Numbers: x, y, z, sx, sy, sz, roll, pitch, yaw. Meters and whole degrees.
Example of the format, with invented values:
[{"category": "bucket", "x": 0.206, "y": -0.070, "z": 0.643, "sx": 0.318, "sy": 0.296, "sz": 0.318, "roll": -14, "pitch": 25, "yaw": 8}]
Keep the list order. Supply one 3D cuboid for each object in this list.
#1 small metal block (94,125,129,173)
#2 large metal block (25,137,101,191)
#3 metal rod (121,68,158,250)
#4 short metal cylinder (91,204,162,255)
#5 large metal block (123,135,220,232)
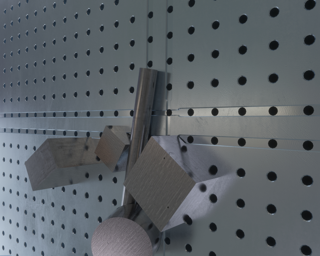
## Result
[{"category": "small metal block", "x": -0.067, "y": 0.031, "z": 0.464, "sx": 0.050, "sy": 0.025, "sz": 0.050, "roll": 40, "pitch": 114, "yaw": 33}, {"category": "large metal block", "x": -0.158, "y": 0.057, "z": 0.504, "sx": 0.080, "sy": 0.081, "sz": 0.050, "roll": -38, "pitch": 67, "yaw": 33}, {"category": "metal rod", "x": -0.037, "y": 0.066, "z": 0.439, "sx": 0.025, "sy": 0.025, "sz": 0.298, "roll": 14, "pitch": 99, "yaw": 39}, {"category": "short metal cylinder", "x": -0.042, "y": 0.147, "z": 0.408, "sx": 0.080, "sy": 0.050, "sz": 0.079, "roll": 1, "pitch": 95, "yaw": 13}, {"category": "large metal block", "x": 0.011, "y": 0.065, "z": 0.384, "sx": 0.080, "sy": 0.050, "sz": 0.080, "roll": 45, "pitch": 117, "yaw": 30}]
